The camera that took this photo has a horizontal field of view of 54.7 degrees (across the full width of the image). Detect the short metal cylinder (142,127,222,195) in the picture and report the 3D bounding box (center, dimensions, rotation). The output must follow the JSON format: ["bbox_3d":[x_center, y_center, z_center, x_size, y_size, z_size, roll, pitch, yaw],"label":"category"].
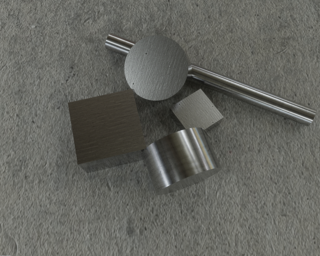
[{"bbox_3d":[0.025,0.040,0.364,0.080,0.080,0.050,-20,71,-7],"label":"short metal cylinder"}]

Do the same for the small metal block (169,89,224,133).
[{"bbox_3d":[0.048,-0.016,0.414,0.050,0.025,0.050,-32,73,-11],"label":"small metal block"}]

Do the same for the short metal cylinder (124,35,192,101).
[{"bbox_3d":[0.000,-0.076,0.406,0.080,0.050,0.079,1,96,10],"label":"short metal cylinder"}]

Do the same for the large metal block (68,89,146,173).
[{"bbox_3d":[-0.064,0.005,0.393,0.081,0.050,0.080,-13,71,-5],"label":"large metal block"}]

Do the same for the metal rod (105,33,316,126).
[{"bbox_3d":[0.064,-0.070,0.434,0.301,0.025,0.025,22,72,8],"label":"metal rod"}]
